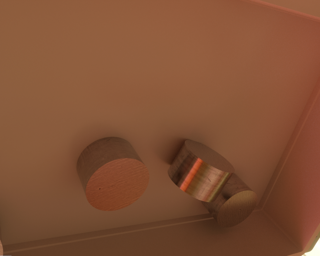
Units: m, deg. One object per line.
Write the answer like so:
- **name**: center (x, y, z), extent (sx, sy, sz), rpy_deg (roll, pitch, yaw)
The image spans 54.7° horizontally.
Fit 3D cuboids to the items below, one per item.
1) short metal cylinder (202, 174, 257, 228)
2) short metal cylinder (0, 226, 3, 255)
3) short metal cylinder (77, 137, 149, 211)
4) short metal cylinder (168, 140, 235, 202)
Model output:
- **short metal cylinder**: center (0.119, 0.123, 0.533), extent (0.081, 0.050, 0.079), rpy_deg (-14, 124, -21)
- **short metal cylinder**: center (-0.218, 0.133, 0.339), extent (0.081, 0.050, 0.079), rpy_deg (-4, 99, -29)
- **short metal cylinder**: center (-0.060, 0.058, 0.395), extent (0.081, 0.050, 0.079), rpy_deg (-14, 124, -21)
- **short metal cylinder**: center (0.058, 0.060, 0.442), extent (0.081, 0.080, 0.050), rpy_deg (18, 109, -35)
